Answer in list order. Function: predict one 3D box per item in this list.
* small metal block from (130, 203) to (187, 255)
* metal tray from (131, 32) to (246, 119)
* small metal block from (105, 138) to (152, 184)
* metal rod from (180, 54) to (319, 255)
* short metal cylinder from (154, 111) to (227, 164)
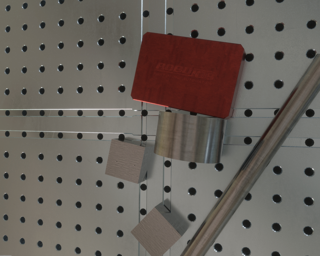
[{"bbox_3d":[-0.002,0.137,0.412,0.050,0.025,0.050,45,103,14],"label":"small metal block"},{"bbox_3d":[0.034,-0.068,0.397,0.130,0.030,0.089,13,94,19],"label":"metal tray"},{"bbox_3d":[-0.043,0.044,0.427,0.050,0.025,0.050,13,94,19],"label":"small metal block"},{"bbox_3d":[0.111,0.049,0.373,0.025,0.025,0.299,34,101,16],"label":"metal rod"},{"bbox_3d":[0.036,0.009,0.370,0.080,0.080,0.050,9,93,19],"label":"short metal cylinder"}]
